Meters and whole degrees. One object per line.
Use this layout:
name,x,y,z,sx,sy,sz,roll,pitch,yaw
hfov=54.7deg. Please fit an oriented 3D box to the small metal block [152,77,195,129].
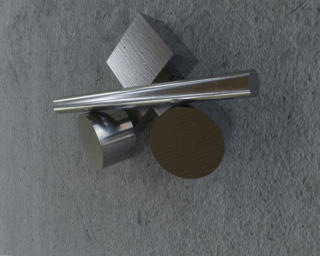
small metal block,0.024,-0.027,0.386,0.050,0.025,0.050,-51,61,28

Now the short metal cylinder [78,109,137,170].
short metal cylinder,-0.075,0.012,0.433,0.080,0.050,0.079,35,135,45

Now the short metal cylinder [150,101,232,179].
short metal cylinder,0.035,0.009,0.343,0.080,0.050,0.079,7,110,19

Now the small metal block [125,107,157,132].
small metal block,-0.031,-0.030,0.432,0.050,0.025,0.050,-50,61,27

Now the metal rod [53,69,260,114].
metal rod,-0.033,-0.036,0.366,0.300,0.025,0.025,-1,89,40

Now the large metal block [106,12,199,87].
large metal block,-0.012,-0.085,0.397,0.080,0.050,0.080,-50,61,28
